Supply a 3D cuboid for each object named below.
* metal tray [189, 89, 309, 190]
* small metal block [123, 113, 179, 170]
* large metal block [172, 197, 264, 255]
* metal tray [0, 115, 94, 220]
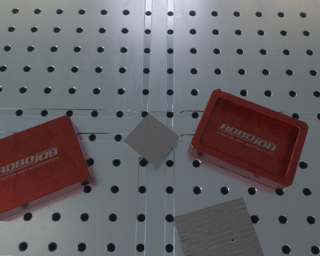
[{"bbox_3d":[0.114,0.014,0.404,0.130,0.030,0.090,22,71,8],"label":"metal tray"},{"bbox_3d":[-0.011,0.017,0.405,0.050,0.025,0.050,38,74,12],"label":"small metal block"},{"bbox_3d":[0.064,0.131,0.351,0.081,0.050,0.080,-15,71,-5],"label":"large metal block"},{"bbox_3d":[-0.161,0.049,0.390,0.131,0.030,0.090,-22,72,-8],"label":"metal tray"}]
